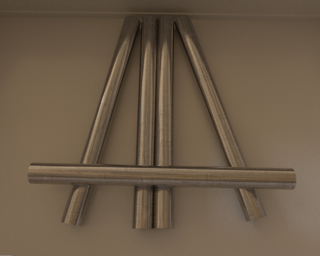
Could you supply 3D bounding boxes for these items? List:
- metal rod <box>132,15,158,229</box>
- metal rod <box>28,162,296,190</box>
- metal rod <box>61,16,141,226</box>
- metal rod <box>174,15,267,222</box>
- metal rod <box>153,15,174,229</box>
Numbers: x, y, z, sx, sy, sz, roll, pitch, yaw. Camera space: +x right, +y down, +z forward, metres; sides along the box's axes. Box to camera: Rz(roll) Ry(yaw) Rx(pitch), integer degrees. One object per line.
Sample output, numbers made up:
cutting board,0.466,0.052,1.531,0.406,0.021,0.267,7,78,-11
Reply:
metal rod,-0.018,-0.022,0.416,0.025,0.025,0.299,1,70,0
metal rod,0.002,0.056,0.360,0.302,0.025,0.025,1,70,0
metal rod,-0.073,-0.024,0.416,0.025,0.025,0.299,12,70,4
metal rod,0.074,-0.027,0.419,0.025,0.025,0.299,-15,71,-5
metal rod,0.007,-0.022,0.416,0.025,0.025,0.299,1,70,0
